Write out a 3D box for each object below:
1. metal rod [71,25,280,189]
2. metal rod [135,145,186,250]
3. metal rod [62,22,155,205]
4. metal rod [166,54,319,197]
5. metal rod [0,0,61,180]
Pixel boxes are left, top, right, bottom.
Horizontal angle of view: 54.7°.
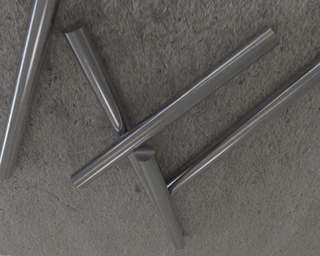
[{"bbox_3d":[0.004,-0.014,0.371,0.300,0.025,0.025,-37,122,18],"label":"metal rod"},{"bbox_3d":[0.009,0.127,0.487,0.025,0.025,0.299,-8,138,7],"label":"metal rod"},{"bbox_3d":[-0.047,0.006,0.411,0.025,0.025,0.299,-13,129,10],"label":"metal rod"},{"bbox_3d":[0.104,0.008,0.414,0.025,0.025,0.299,31,124,-24],"label":"metal rod"},{"bbox_3d":[-0.167,-0.035,0.375,0.025,0.025,0.298,20,127,-17],"label":"metal rod"}]
